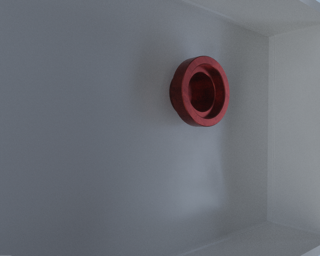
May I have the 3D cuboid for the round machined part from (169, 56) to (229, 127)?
[{"bbox_3d":[0.052,-0.051,0.441,0.099,0.042,0.097,0,90,-40],"label":"round machined part"}]
